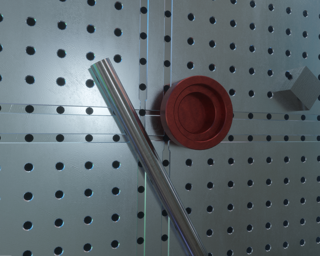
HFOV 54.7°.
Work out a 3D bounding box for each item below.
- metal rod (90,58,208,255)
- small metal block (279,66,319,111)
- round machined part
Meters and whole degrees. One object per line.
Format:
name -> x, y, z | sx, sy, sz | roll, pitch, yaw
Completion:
metal rod -> -0.009, 0.050, 0.410 | 0.025, 0.025, 0.299 | -30, 100, -18
small metal block -> 0.229, -0.063, 0.499 | 0.050, 0.025, 0.050 | 41, 77, -16
round machined part -> 0.046, -0.020, 0.422 | 0.099, 0.042, 0.097 | 0, 90, -21
